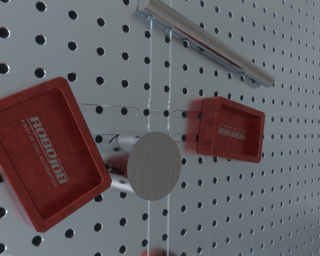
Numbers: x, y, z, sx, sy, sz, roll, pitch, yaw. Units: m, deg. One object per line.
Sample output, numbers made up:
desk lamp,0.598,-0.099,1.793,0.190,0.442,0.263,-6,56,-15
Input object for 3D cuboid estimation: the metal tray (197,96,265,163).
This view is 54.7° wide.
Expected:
metal tray,0.120,0.006,0.507,0.131,0.030,0.090,13,82,-39

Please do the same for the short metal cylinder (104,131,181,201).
short metal cylinder,-0.020,0.044,0.376,0.081,0.050,0.079,0,90,-40

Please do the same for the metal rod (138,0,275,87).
metal rod,0.092,-0.124,0.486,0.302,0.025,0.025,18,79,-39

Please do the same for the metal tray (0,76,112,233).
metal tray,-0.113,0.024,0.310,0.091,0.030,0.129,-33,110,-35
